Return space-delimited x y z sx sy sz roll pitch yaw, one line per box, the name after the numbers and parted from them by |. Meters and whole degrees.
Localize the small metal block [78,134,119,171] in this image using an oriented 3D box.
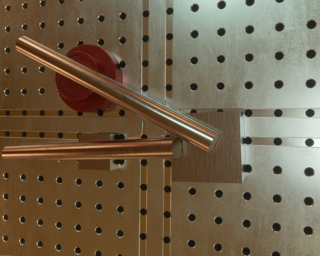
-0.088 0.033 0.443 0.050 0.025 0.050 0 90 19 | small metal block

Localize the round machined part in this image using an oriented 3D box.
-0.107 -0.071 0.440 0.098 0.042 0.097 0 90 19 | round machined part

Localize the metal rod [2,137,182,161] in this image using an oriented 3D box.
-0.111 0.031 0.421 0.300 0.025 0.025 -4 89 30 | metal rod

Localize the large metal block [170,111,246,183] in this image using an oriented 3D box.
0.059 0.022 0.375 0.080 0.050 0.079 -2 89 19 | large metal block

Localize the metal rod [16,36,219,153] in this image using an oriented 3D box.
-0.067 -0.051 0.384 0.301 0.025 0.025 28 99 20 | metal rod
